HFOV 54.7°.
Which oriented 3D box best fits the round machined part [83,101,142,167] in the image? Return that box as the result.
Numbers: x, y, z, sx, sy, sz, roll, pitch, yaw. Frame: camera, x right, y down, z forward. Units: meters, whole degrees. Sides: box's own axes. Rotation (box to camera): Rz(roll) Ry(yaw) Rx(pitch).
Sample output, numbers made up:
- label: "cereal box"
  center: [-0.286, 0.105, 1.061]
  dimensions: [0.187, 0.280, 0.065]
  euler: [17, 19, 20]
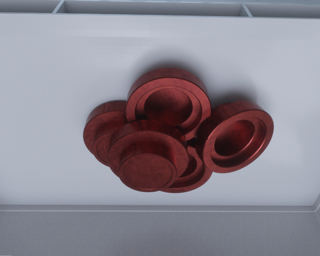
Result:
- label: "round machined part"
  center: [-0.051, 0.016, 0.407]
  dimensions: [0.099, 0.042, 0.097]
  euler: [-1, 130, 0]

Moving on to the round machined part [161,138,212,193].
- label: "round machined part"
  center: [0.022, 0.045, 0.434]
  dimensions: [0.099, 0.042, 0.097]
  euler: [-1, 130, 0]

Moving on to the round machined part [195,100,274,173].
- label: "round machined part"
  center: [0.088, 0.007, 0.389]
  dimensions: [0.099, 0.042, 0.097]
  euler: [-13, 129, -16]

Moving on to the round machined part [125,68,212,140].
- label: "round machined part"
  center: [0.010, -0.030, 0.371]
  dimensions: [0.099, 0.042, 0.097]
  euler: [-1, 130, 0]

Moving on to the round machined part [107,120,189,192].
- label: "round machined part"
  center: [-0.014, 0.040, 0.373]
  dimensions: [0.099, 0.042, 0.097]
  euler: [-1, 130, 0]
